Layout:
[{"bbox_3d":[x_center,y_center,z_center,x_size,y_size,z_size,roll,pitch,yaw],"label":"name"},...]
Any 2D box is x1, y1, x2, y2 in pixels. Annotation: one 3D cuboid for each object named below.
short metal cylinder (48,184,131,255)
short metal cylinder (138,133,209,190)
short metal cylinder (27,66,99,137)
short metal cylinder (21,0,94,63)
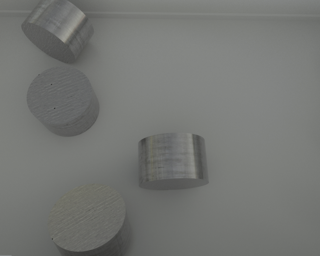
[{"bbox_3d":[-0.075,0.108,0.339,0.080,0.050,0.080,-2,42,2],"label":"short metal cylinder"},{"bbox_3d":[0.015,0.042,0.365,0.081,0.080,0.050,-2,70,-1],"label":"short metal cylinder"},{"bbox_3d":[-0.125,-0.034,0.408,0.081,0.050,0.080,0,70,0],"label":"short metal cylinder"},{"bbox_3d":[-0.140,-0.135,0.429,0.080,0.080,0.050,25,72,8],"label":"short metal cylinder"}]
